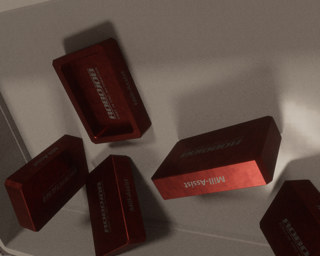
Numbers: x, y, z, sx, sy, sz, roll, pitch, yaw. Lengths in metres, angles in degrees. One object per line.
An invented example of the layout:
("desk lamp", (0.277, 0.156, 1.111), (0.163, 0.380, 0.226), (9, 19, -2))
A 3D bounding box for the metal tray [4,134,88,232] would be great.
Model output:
("metal tray", (-0.164, 0.080, 0.474), (0.030, 0.131, 0.089), (11, 123, 22))

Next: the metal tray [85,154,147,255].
("metal tray", (-0.071, 0.116, 0.462), (0.090, 0.030, 0.130), (-40, 54, 38))

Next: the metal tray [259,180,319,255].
("metal tray", (0.167, 0.133, 0.340), (0.030, 0.130, 0.089), (1, 127, -17))

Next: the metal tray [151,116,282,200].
("metal tray", (0.064, 0.034, 0.353), (0.130, 0.090, 0.030), (-18, 109, 34))

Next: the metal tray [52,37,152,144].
("metal tray", (-0.077, -0.044, 0.416), (0.090, 0.030, 0.129), (-9, 114, 31))
